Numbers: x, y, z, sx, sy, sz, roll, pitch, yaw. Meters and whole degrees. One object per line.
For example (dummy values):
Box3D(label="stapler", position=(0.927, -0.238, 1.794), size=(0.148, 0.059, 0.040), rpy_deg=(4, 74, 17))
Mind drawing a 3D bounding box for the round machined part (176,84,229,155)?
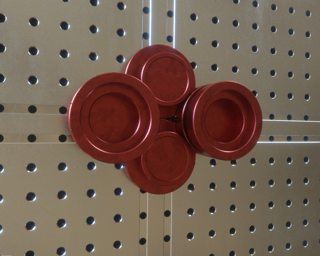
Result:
Box3D(label="round machined part", position=(0.067, -0.010, 0.427), size=(0.099, 0.042, 0.097), rpy_deg=(0, 90, -20))

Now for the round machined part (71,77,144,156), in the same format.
Box3D(label="round machined part", position=(-0.061, -0.011, 0.380), size=(0.099, 0.042, 0.097), rpy_deg=(0, 90, -20))

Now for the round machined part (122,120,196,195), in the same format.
Box3D(label="round machined part", position=(0.003, 0.038, 0.404), size=(0.099, 0.042, 0.097), rpy_deg=(0, 90, -20))

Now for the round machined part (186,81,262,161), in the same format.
Box3D(label="round machined part", position=(0.078, -0.009, 0.397), size=(0.099, 0.042, 0.097), rpy_deg=(0, 90, -20))

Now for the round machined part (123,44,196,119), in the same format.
Box3D(label="round machined part", position=(0.003, -0.060, 0.404), size=(0.099, 0.042, 0.097), rpy_deg=(0, 90, -20))

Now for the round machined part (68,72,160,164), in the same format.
Box3D(label="round machined part", position=(-0.053, -0.011, 0.349), size=(0.099, 0.042, 0.097), rpy_deg=(0, 90, -20))
